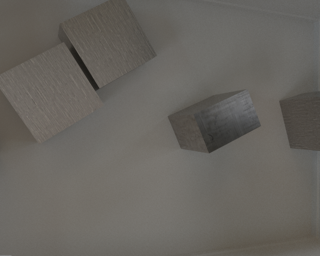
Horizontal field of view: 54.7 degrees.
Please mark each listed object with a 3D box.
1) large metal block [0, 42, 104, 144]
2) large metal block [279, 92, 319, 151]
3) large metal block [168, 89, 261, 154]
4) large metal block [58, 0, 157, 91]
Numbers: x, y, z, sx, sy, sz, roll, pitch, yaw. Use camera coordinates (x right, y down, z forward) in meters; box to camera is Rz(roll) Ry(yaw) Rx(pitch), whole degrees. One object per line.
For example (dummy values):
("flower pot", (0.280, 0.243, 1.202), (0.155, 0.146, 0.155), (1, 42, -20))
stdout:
("large metal block", (-0.124, -0.038, 0.352), (0.080, 0.050, 0.080), (-34, 102, -17))
("large metal block", (0.238, -0.012, 0.472), (0.050, 0.080, 0.080), (-18, 96, -19))
("large metal block", (0.069, -0.009, 0.408), (0.081, 0.080, 0.050), (-25, 99, -19))
("large metal block", (-0.064, -0.099, 0.374), (0.080, 0.050, 0.080), (-34, 101, -17))
